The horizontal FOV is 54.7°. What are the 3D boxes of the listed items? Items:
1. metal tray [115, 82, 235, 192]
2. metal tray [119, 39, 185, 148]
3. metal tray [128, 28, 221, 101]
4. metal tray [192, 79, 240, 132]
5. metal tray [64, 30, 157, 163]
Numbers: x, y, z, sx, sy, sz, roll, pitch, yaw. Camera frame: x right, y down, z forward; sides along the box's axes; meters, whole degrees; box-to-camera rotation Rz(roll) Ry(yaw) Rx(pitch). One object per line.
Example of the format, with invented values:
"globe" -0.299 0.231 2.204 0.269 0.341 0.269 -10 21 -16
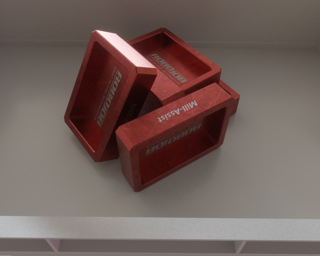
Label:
"metal tray" 0.018 0.011 0.351 0.131 0.089 0.030 -26 55 -21
"metal tray" -0.023 -0.043 0.396 0.030 0.089 0.130 -30 57 -23
"metal tray" 0.009 -0.086 0.433 0.091 0.030 0.130 -30 56 -23
"metal tray" 0.037 -0.053 0.447 0.091 0.030 0.130 -28 55 -20
"metal tray" -0.064 -0.035 0.366 0.030 0.129 0.090 -6 42 -47
